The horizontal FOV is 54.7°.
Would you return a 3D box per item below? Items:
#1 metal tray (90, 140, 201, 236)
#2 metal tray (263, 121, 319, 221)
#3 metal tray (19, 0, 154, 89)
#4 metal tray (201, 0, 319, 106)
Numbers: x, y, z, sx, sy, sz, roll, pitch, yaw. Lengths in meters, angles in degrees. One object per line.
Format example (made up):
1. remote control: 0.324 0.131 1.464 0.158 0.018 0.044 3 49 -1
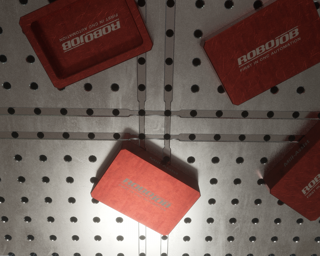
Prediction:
1. metal tray: -0.020 0.087 0.443 0.130 0.030 0.090 32 107 -12
2. metal tray: 0.224 0.059 0.436 0.090 0.030 0.129 34 106 -12
3. metal tray: -0.084 -0.112 0.367 0.130 0.030 0.090 -22 109 7
4. metal tray: 0.127 -0.097 0.377 0.130 0.030 0.090 -29 108 9
